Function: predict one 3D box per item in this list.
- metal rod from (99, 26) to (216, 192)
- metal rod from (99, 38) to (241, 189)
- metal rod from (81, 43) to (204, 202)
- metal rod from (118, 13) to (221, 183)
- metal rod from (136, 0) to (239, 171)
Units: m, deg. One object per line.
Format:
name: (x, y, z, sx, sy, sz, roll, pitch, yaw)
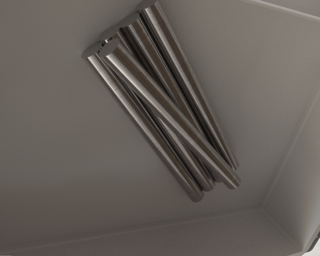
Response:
metal rod: (0.013, -0.002, 0.413, 0.025, 0.025, 0.300, -37, 129, -3)
metal rod: (0.033, 0.004, 0.394, 0.025, 0.025, 0.300, -44, 129, 2)
metal rod: (-0.005, 0.015, 0.414, 0.025, 0.025, 0.300, -37, 129, -3)
metal rod: (0.034, -0.016, 0.415, 0.025, 0.025, 0.300, -37, 129, -3)
metal rod: (0.052, -0.033, 0.415, 0.025, 0.025, 0.300, -37, 129, -3)
